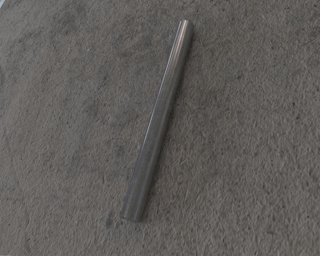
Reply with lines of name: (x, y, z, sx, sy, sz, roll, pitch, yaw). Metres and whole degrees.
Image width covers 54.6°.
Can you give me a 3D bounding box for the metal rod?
metal rod: (0.003, -0.026, 0.418, 0.025, 0.025, 0.300, 2, 62, 29)
